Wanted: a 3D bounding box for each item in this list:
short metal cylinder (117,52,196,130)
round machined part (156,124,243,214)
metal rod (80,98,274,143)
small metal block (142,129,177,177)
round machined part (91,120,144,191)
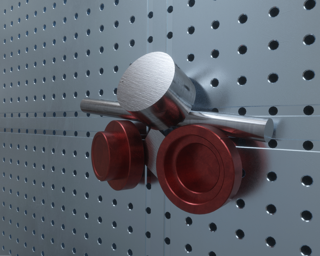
[{"bbox_3d":[-0.004,-0.044,0.373,0.080,0.050,0.080,-17,55,27],"label":"short metal cylinder"},{"bbox_3d":[0.047,0.044,0.352,0.098,0.042,0.097,2,94,37],"label":"round machined part"},{"bbox_3d":[-0.004,-0.017,0.408,0.300,0.025,0.025,10,96,39],"label":"metal rod"},{"bbox_3d":[0.003,0.031,0.402,0.050,0.025,0.050,44,116,31],"label":"small metal block"},{"bbox_3d":[-0.064,0.038,0.429,0.098,0.042,0.097,3,93,58],"label":"round machined part"}]
